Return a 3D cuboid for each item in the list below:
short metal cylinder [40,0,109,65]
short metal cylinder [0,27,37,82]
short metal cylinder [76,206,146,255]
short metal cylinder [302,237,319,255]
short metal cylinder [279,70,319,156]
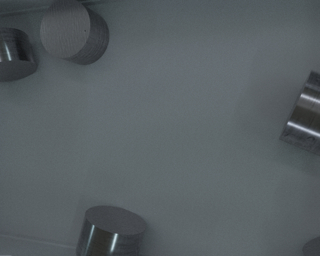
[{"bbox_3d":[-0.120,-0.134,0.440,0.080,0.050,0.080,0,90,20],"label":"short metal cylinder"},{"bbox_3d":[-0.233,-0.107,0.464,0.080,0.080,0.050,-20,84,19],"label":"short metal cylinder"},{"bbox_3d":[-0.063,0.142,0.404,0.080,0.080,0.050,17,96,19],"label":"short metal cylinder"},{"bbox_3d":[0.194,0.144,0.313,0.080,0.080,0.050,-16,85,19],"label":"short metal cylinder"},{"bbox_3d":[0.166,-0.014,0.323,0.050,0.080,0.080,25,98,18],"label":"short metal cylinder"}]
